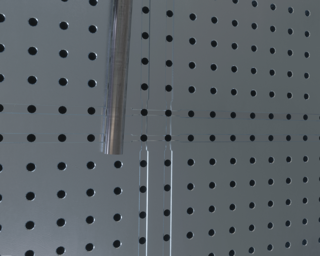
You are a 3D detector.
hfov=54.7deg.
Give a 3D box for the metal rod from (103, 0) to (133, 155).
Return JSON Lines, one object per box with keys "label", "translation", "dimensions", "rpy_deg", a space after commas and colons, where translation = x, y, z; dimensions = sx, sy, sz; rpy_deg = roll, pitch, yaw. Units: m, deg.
{"label": "metal rod", "translation": [-0.050, -0.116, 0.393], "dimensions": [0.025, 0.025, 0.298], "rpy_deg": [4, 89, -20]}
